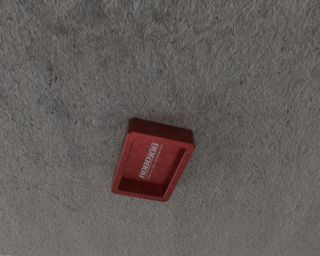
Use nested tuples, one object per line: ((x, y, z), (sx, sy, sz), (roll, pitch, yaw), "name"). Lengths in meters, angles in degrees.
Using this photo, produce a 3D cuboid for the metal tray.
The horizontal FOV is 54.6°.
((-0.014, 0.051, 0.446), (0.091, 0.030, 0.129), (12, 129, -11), "metal tray")
